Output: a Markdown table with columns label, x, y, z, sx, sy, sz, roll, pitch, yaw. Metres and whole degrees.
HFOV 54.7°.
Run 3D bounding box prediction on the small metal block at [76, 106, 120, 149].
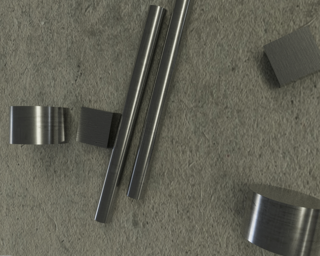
| label | x | y | z | sx | sy | sz | roll | pitch | yaw |
| --- | --- | --- | --- | --- | --- | --- | --- | --- | --- |
| small metal block | -0.087 | -0.001 | 0.440 | 0.050 | 0.025 | 0.050 | 12 | 94 | 19 |

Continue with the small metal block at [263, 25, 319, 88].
| label | x | y | z | sx | sy | sz | roll | pitch | yaw |
| --- | --- | --- | --- | --- | --- | --- | --- | --- | --- |
| small metal block | 0.153 | -0.080 | 0.355 | 0.050 | 0.025 | 0.050 | -23 | 82 | 18 |

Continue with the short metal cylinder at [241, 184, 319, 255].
| label | x | y | z | sx | sy | sz | roll | pitch | yaw |
| --- | --- | --- | --- | --- | --- | --- | --- | --- | --- |
| short metal cylinder | 0.132 | 0.097 | 0.333 | 0.080 | 0.080 | 0.050 | 11 | 94 | 19 |

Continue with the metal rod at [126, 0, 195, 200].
| label | x | y | z | sx | sy | sz | roll | pitch | yaw |
| --- | --- | --- | --- | --- | --- | --- | --- | --- | --- |
| metal rod | 0.003 | -0.052 | 0.407 | 0.025 | 0.025 | 0.298 | 16 | 95 | 19 |

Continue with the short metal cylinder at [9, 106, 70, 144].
| label | x | y | z | sx | sy | sz | roll | pitch | yaw |
| --- | --- | --- | --- | --- | --- | --- | --- | --- | --- |
| short metal cylinder | -0.170 | -0.004 | 0.440 | 0.080 | 0.080 | 0.050 | 1 | 91 | 20 |

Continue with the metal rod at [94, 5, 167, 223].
| label | x | y | z | sx | sy | sz | roll | pitch | yaw |
| --- | --- | --- | --- | --- | --- | --- | --- | --- | --- |
| metal rod | -0.042 | -0.015 | 0.423 | 0.025 | 0.025 | 0.298 | 17 | 96 | 19 |
